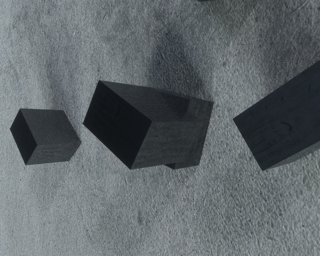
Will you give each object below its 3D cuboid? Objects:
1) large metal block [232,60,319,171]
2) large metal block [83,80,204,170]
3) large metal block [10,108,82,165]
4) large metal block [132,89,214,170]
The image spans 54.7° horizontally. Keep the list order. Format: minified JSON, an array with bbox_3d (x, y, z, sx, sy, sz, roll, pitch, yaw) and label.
[{"bbox_3d":[0.124,-0.007,0.266,0.080,0.081,0.050,-38,67,33],"label":"large metal block"},{"bbox_3d":[-0.017,-0.005,0.318,0.080,0.081,0.050,38,113,33],"label":"large metal block"},{"bbox_3d":[-0.196,0.014,0.531,0.050,0.081,0.080,-51,60,28],"label":"large metal block"},{"bbox_3d":[0.010,-0.003,0.380,0.080,0.050,0.079,20,103,38],"label":"large metal block"}]
